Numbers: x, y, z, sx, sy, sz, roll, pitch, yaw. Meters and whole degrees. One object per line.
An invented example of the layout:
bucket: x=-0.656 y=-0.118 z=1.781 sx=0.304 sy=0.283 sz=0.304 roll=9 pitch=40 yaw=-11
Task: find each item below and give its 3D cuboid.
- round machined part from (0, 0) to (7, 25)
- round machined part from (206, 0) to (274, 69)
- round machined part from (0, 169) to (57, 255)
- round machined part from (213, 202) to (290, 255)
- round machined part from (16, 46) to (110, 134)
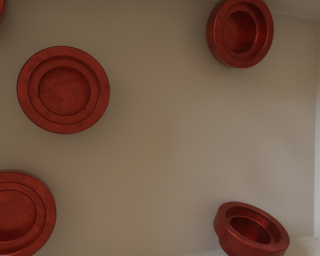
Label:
round machined part: x=-0.212 y=-0.137 z=0.319 sx=0.099 sy=0.042 sz=0.097 roll=-3 pitch=97 yaw=-20
round machined part: x=0.106 y=-0.133 z=0.434 sx=0.099 sy=0.042 sz=0.097 roll=-5 pitch=103 yaw=-22
round machined part: x=-0.166 y=0.094 z=0.340 sx=0.099 sy=0.042 sz=0.097 roll=0 pitch=90 yaw=-20
round machined part: x=0.119 y=0.147 z=0.421 sx=0.099 sy=0.098 sz=0.042 roll=9 pitch=111 yaw=-20
round machined part: x=-0.111 y=-0.042 z=0.360 sx=0.099 sy=0.042 sz=0.097 roll=0 pitch=90 yaw=-20
